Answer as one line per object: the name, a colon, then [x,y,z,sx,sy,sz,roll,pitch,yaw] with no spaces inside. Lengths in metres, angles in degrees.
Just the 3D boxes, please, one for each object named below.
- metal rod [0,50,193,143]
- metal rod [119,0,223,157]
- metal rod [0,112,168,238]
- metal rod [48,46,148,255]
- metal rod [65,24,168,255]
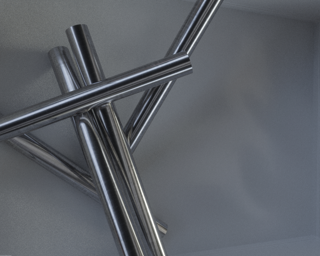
metal rod: [-0.112,-0.017,0.321,0.302,0.025,0.025,-20,98,-1]
metal rod: [0.010,-0.064,0.351,0.025,0.025,0.298,26,106,-19]
metal rod: [-0.112,0.050,0.369,0.301,0.025,0.025,38,78,-17]
metal rod: [-0.062,0.042,0.328,0.025,0.025,0.299,-18,73,-20]
metal rod: [-0.045,0.030,0.352,0.025,0.025,0.298,-20,92,-19]
